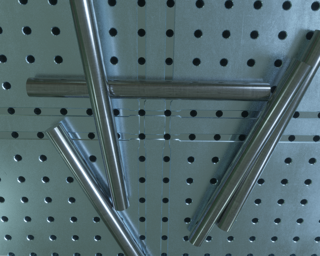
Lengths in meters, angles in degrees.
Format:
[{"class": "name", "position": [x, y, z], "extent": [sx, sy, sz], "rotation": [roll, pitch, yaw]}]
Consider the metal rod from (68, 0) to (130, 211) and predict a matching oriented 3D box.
[{"class": "metal rod", "position": [-0.070, -0.016, 0.382], "extent": [0.025, 0.025, 0.298], "rotation": [-5, 119, 1]}]

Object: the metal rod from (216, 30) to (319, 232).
[{"class": "metal rod", "position": [0.148, 0.017, 0.421], "extent": [0.025, 0.025, 0.298], "rotation": [19, 109, -7]}]

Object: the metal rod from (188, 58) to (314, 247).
[{"class": "metal rod", "position": [0.112, 0.048, 0.421], "extent": [0.025, 0.025, 0.298], "rotation": [21, 113, -8]}]

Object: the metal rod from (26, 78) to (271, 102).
[{"class": "metal rod", "position": [-0.013, -0.049, 0.395], "extent": [0.302, 0.025, 0.025], "rotation": [1, 110, -1]}]

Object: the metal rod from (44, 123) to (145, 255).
[{"class": "metal rod", "position": [-0.077, 0.125, 0.458], "extent": [0.025, 0.025, 0.299], "rotation": [-24, 109, 8]}]
